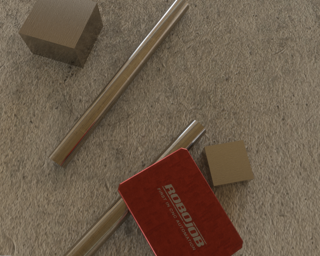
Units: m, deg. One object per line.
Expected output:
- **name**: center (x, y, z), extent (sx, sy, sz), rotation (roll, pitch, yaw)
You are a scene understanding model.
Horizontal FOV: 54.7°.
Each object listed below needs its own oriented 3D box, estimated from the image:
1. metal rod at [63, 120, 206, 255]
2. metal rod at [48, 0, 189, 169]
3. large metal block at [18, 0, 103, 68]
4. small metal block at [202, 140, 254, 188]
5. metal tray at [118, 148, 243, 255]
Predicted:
- **metal rod**: center (-0.050, 0.102, 0.370), extent (0.025, 0.025, 0.301), rotation (41, 74, 13)
- **metal rod**: center (-0.048, -0.073, 0.434), extent (0.025, 0.025, 0.300), rotation (32, 73, 10)
- **large metal block**: center (-0.138, -0.143, 0.445), extent (0.080, 0.050, 0.080), rotation (17, 71, 5)
- **small metal block**: center (0.085, 0.046, 0.392), extent (0.050, 0.025, 0.050), rotation (-10, 70, -4)
- **metal tray**: center (0.022, 0.100, 0.353), extent (0.091, 0.030, 0.130), rotation (-30, 84, -14)
